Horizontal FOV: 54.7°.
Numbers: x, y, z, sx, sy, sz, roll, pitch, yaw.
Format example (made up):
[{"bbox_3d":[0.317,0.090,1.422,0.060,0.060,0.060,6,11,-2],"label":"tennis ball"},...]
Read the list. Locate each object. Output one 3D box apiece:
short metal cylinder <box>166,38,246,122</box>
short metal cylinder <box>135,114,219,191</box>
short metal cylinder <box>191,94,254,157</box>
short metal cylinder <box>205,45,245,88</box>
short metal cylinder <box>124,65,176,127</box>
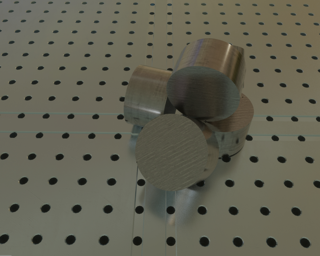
[{"bbox_3d":[0.053,-0.053,0.350,0.080,0.080,0.050,14,51,11],"label":"short metal cylinder"},{"bbox_3d":[0.020,0.026,0.342,0.080,0.050,0.080,-1,87,23],"label":"short metal cylinder"},{"bbox_3d":[0.074,-0.009,0.398,0.081,0.050,0.080,0,49,0],"label":"short metal cylinder"},{"bbox_3d":[0.076,-0.081,0.431,0.080,0.080,0.050,2,90,1],"label":"short metal cylinder"},{"bbox_3d":[-0.008,-0.038,0.403,0.050,0.080,0.080,15,52,12],"label":"short metal cylinder"}]
